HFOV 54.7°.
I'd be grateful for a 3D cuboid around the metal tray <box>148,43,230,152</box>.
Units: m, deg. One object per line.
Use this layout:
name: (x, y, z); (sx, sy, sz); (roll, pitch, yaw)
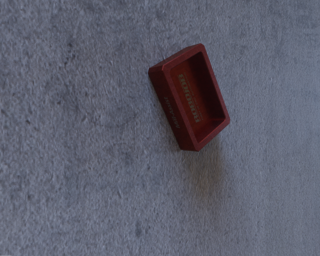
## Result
metal tray: (0.046, -0.043, 0.442); (0.091, 0.030, 0.129); (-37, 113, -34)
